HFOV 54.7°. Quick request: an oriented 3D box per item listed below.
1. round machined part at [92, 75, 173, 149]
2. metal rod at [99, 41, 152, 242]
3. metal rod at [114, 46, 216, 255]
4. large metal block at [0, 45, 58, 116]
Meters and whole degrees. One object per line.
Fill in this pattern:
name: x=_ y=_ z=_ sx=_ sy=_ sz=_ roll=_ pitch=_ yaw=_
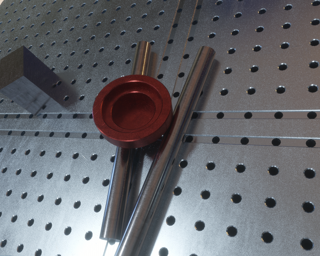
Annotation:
round machined part: x=-0.032 y=-0.017 z=0.397 sx=0.099 sy=0.042 sz=0.098 roll=-3 pitch=60 yaw=6
metal rod: x=-0.042 y=-0.002 z=0.429 sx=0.025 sy=0.025 sz=0.299 roll=-7 pitch=58 yaw=24
metal rod: x=0.012 y=0.022 z=0.386 sx=0.025 sy=0.025 sz=0.300 roll=10 pitch=66 yaw=32
large metal block: x=-0.228 y=-0.081 z=0.539 sx=0.050 sy=0.080 sz=0.080 roll=-28 pitch=53 yaw=11
